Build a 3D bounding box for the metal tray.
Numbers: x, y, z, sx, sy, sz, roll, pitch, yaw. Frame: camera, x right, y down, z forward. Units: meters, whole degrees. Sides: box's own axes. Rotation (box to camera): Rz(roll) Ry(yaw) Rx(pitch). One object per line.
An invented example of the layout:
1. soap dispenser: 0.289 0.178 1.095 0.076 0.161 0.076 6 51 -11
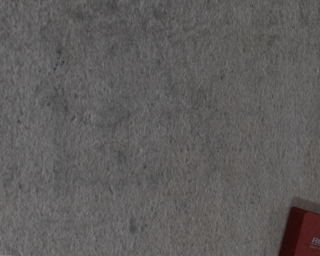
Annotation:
1. metal tray: 0.264 0.189 0.507 0.131 0.030 0.090 19 84 -20
